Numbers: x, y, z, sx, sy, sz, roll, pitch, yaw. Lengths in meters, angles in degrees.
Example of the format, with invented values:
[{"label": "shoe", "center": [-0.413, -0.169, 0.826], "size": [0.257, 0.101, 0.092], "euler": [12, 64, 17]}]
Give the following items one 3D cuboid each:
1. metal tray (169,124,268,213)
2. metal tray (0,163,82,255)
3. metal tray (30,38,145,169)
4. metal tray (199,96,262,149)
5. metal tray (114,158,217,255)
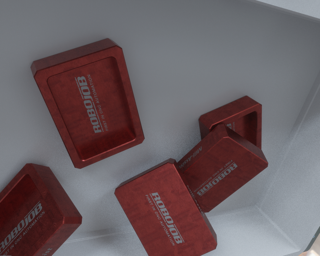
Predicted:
[{"label": "metal tray", "center": [0.078, 0.064, 0.453], "size": [0.090, 0.030, 0.129], "euler": [32, 118, -24]}, {"label": "metal tray", "center": [-0.159, 0.116, 0.348], "size": [0.130, 0.090, 0.030], "euler": [-47, 151, 4]}, {"label": "metal tray", "center": [-0.075, -0.024, 0.350], "size": [0.091, 0.030, 0.129], "euler": [-23, 127, -15]}, {"label": "metal tray", "center": [0.113, 0.024, 0.484], "size": [0.091, 0.030, 0.129], "euler": [-24, 127, -14]}, {"label": "metal tray", "center": [0.009, 0.118, 0.422], "size": [0.090, 0.030, 0.130], "euler": [-28, 91, 9]}]
